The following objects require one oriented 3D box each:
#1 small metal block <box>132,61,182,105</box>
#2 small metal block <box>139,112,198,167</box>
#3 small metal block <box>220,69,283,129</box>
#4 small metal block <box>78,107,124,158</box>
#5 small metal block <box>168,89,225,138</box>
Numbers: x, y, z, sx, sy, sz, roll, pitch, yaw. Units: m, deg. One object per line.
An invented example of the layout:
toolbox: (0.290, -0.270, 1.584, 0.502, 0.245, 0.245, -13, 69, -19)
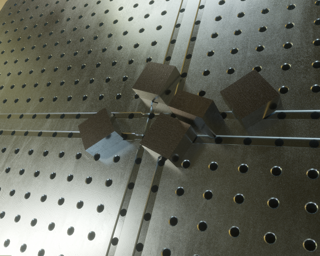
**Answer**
small metal block: (-0.004, -0.067, 0.452, 0.050, 0.025, 0.050, 18, 71, 35)
small metal block: (0.011, 0.014, 0.395, 0.050, 0.025, 0.050, 25, 75, 37)
small metal block: (0.109, -0.035, 0.373, 0.050, 0.025, 0.050, -33, 51, 6)
small metal block: (-0.087, 0.006, 0.451, 0.050, 0.025, 0.050, -33, 51, 6)
small metal block: (0.045, -0.017, 0.380, 0.050, 0.050, 0.025, 23, 75, 36)
